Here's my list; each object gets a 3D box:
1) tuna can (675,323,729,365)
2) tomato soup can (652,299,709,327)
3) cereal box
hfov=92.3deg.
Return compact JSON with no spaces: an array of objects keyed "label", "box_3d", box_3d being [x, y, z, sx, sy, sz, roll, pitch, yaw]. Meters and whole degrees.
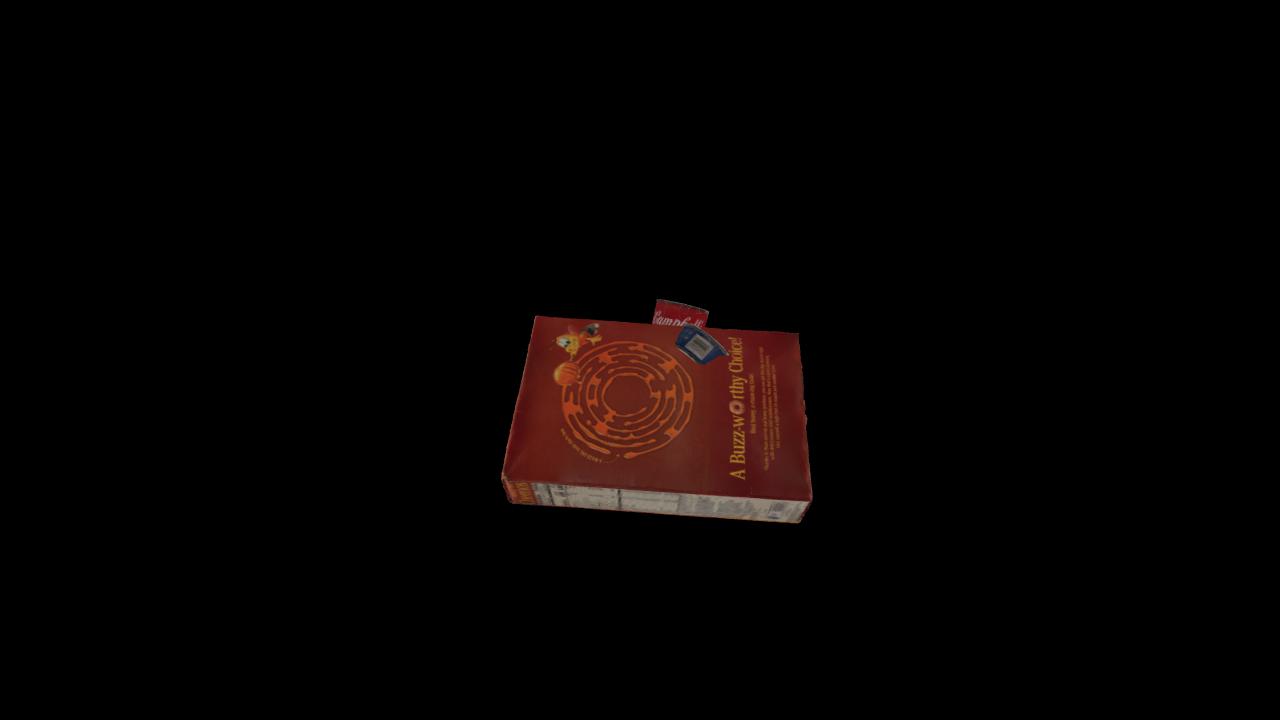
[{"label":"tuna can","box_3d":[0.068,0.000,0.699,0.084,0.034,0.084,41,-13,12]},{"label":"tomato soup can","box_3d":[0.041,-0.019,0.766,0.068,0.101,0.068,14,2,0]},{"label":"cereal box","box_3d":[0.021,0.060,0.667,0.306,0.203,0.081,3,-34,2]}]
